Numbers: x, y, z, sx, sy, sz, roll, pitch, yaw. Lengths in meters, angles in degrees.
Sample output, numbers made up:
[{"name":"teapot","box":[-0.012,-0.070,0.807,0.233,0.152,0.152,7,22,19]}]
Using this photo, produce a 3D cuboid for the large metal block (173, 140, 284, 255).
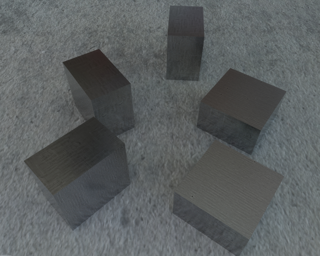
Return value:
[{"name":"large metal block","box":[0.070,0.072,0.328,0.080,0.050,0.080,30,56,22]}]

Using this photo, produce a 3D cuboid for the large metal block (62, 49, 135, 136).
[{"name":"large metal block","box":[-0.077,-0.041,0.401,0.050,0.080,0.080,-27,56,-21]}]

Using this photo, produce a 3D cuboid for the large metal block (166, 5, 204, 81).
[{"name":"large metal block","box":[0.038,-0.130,0.478,0.050,0.080,0.080,3,50,2]}]

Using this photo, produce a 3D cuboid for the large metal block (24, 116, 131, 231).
[{"name":"large metal block","box":[-0.081,0.048,0.326,0.080,0.080,0.050,-37,60,-27]}]

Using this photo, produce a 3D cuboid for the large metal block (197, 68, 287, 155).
[{"name":"large metal block","box":[0.106,-0.024,0.409,0.080,0.050,0.080,29,55,21]}]
